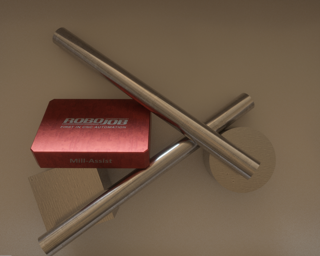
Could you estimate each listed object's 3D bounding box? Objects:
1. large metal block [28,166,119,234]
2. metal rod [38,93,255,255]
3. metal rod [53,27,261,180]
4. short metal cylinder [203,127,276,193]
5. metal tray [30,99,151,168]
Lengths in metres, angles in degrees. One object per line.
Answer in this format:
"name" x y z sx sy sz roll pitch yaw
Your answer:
"large metal block" -0.106 0.083 0.393 0.080 0.050 0.080 -19 90 -1
"metal rod" -0.005 0.047 0.373 0.301 0.025 0.025 -34 90 -14
"metal rod" -0.013 -0.037 0.380 0.300 0.025 0.025 36 90 12
"short metal cylinder" 0.099 0.038 0.398 0.081 0.050 0.079 0 90 -1
"metal tray" -0.077 0.005 0.379 0.131 0.030 0.090 0 46 1
